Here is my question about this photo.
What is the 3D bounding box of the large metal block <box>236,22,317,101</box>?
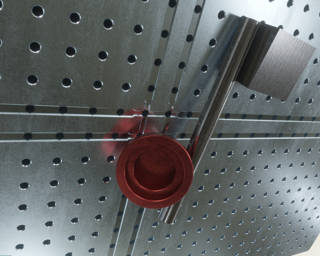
[{"bbox_3d":[0.150,-0.090,0.424,0.081,0.050,0.079,11,113,-34],"label":"large metal block"}]

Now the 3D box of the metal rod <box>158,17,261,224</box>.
[{"bbox_3d":[0.062,-0.001,0.425,0.025,0.025,0.298,13,105,-34],"label":"metal rod"}]

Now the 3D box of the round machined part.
[{"bbox_3d":[-0.007,0.054,0.413,0.099,0.042,0.097,0,100,0],"label":"round machined part"}]

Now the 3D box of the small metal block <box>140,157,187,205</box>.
[{"bbox_3d":[0.006,0.080,0.466,0.050,0.025,0.050,-35,130,-6],"label":"small metal block"}]
